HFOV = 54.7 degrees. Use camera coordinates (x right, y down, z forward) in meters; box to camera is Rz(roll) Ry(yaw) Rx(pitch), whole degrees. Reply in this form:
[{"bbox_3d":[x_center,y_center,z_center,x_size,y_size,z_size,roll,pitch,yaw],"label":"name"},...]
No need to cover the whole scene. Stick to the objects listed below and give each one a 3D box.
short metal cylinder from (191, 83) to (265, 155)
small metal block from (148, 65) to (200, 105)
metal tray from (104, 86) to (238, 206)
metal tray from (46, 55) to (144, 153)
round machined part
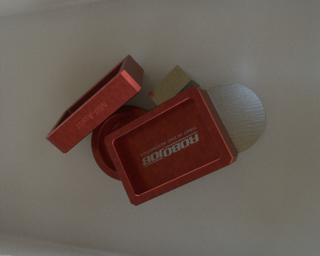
[{"bbox_3d":[0.082,-0.010,0.366,0.080,0.050,0.079,0,90,19],"label":"short metal cylinder"},{"bbox_3d":[0.019,-0.048,0.388,0.050,0.050,0.025,-44,77,13],"label":"small metal block"},{"bbox_3d":[0.009,0.022,0.352,0.130,0.030,0.090,-28,80,22],"label":"metal tray"},{"bbox_3d":[-0.080,-0.033,0.400,0.130,0.090,0.030,-38,110,15],"label":"metal tray"},{"bbox_3d":[-0.038,0.019,0.413,0.098,0.042,0.097,0,90,19],"label":"round machined part"}]
